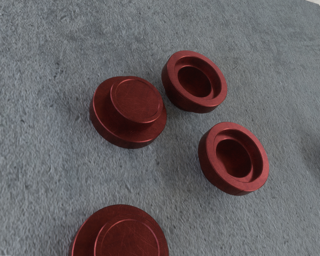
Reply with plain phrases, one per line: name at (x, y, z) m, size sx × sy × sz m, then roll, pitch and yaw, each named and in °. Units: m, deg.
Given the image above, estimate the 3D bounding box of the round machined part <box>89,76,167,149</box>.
round machined part at (-0.035, -0.026, 0.390) m, size 0.099 × 0.042 × 0.098 m, roll 14°, pitch 56°, yaw -21°

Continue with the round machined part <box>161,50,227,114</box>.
round machined part at (0.046, -0.063, 0.456) m, size 0.099 × 0.042 × 0.098 m, roll 14°, pitch 56°, yaw -21°

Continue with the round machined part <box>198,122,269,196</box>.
round machined part at (0.093, 0.044, 0.416) m, size 0.099 × 0.042 × 0.098 m, roll 14°, pitch 56°, yaw -21°

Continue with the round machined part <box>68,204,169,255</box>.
round machined part at (-0.035, 0.122, 0.300) m, size 0.099 × 0.042 × 0.098 m, roll 14°, pitch 56°, yaw -21°
